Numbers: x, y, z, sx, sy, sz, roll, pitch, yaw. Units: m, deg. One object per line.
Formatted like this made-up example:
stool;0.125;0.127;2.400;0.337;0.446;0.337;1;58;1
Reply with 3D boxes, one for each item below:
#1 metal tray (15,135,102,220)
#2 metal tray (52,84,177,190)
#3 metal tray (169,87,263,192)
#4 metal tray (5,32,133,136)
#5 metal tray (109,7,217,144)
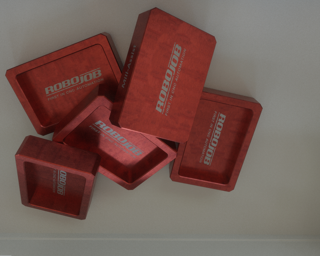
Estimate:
metal tray;-0.131;0.070;0.400;0.091;0.030;0.129;16;138;-6
metal tray;-0.053;0.017;0.389;0.090;0.030;0.130;-40;121;20
metal tray;0.070;0.016;0.414;0.091;0.030;0.129;12;110;-5
metal tray;-0.108;-0.054;0.385;0.131;0.030;0.090;-19;109;6
metal tray;0.005;-0.055;0.350;0.091;0.030;0.129;16;91;-30
